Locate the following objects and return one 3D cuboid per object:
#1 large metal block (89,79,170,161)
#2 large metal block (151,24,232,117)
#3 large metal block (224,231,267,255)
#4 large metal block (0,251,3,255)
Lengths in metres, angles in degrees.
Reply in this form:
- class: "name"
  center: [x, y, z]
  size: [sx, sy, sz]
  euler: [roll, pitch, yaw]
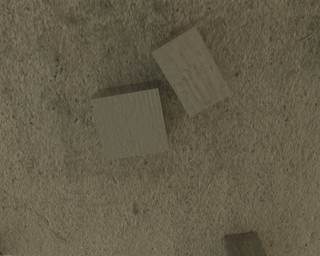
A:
- class: "large metal block"
  center: [-0.035, -0.011, 0.392]
  size: [0.080, 0.050, 0.079]
  euler: [-9, 110, 3]
- class: "large metal block"
  center: [0.033, -0.069, 0.355]
  size: [0.050, 0.080, 0.080]
  euler: [-29, 108, 10]
- class: "large metal block"
  center: [0.132, 0.215, 0.461]
  size: [0.050, 0.080, 0.079]
  euler: [-9, 110, 3]
- class: "large metal block"
  center: [-0.296, 0.210, 0.455]
  size: [0.080, 0.080, 0.050]
  euler: [-15, 110, 5]
